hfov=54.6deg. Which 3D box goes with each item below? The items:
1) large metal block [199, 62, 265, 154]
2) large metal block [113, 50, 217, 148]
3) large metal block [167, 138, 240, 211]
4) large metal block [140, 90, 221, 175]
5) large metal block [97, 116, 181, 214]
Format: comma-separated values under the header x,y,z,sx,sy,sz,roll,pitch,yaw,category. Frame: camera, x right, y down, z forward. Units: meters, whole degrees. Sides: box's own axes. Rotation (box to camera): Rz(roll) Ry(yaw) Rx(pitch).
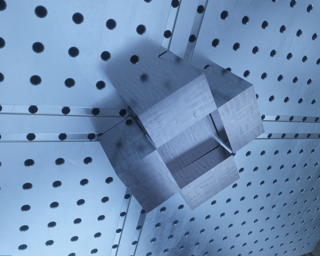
x,y,z,sx,sy,sz,roll,pitch,yaw,category
0.083,-0.027,0.403,0.050,0.080,0.080,-34,129,-6,large metal block
0.004,-0.036,0.355,0.080,0.080,0.050,-33,129,-6,large metal block
0.051,0.054,0.437,0.080,0.080,0.050,-32,129,-7,large metal block
0.023,0.002,0.407,0.080,0.050,0.080,-32,127,-5,large metal block
-0.027,0.045,0.388,0.050,0.080,0.080,-34,129,-6,large metal block
